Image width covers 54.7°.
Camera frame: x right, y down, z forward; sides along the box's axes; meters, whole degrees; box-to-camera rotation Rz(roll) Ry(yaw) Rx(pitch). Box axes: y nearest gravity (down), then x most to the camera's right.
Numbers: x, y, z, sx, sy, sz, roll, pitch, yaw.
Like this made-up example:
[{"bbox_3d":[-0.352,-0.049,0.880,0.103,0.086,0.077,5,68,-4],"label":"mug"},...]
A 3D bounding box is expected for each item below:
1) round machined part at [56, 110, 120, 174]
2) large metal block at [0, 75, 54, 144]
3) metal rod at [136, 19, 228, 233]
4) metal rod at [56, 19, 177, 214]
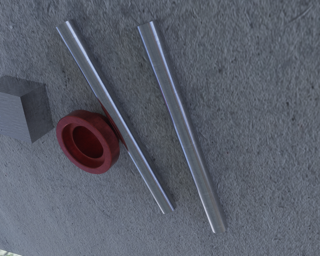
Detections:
[{"bbox_3d":[-0.099,0.016,0.453,0.098,0.042,0.097,16,127,23],"label":"round machined part"},{"bbox_3d":[-0.222,-0.031,0.486,0.080,0.050,0.079,14,124,20],"label":"large metal block"},{"bbox_3d":[0.036,0.014,0.395,0.025,0.025,0.298,-8,115,31],"label":"metal rod"},{"bbox_3d":[-0.052,-0.004,0.430,0.025,0.025,0.299,-16,111,34],"label":"metal rod"}]
